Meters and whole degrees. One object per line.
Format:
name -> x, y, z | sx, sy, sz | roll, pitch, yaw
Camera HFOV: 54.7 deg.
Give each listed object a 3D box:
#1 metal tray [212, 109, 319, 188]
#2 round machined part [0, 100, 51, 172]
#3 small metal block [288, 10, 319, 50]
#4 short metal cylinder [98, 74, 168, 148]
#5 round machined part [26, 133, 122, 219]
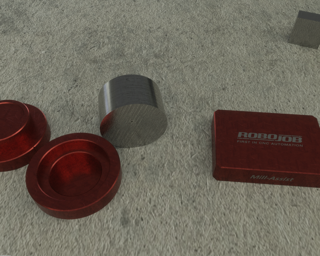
metal tray -> 0.132, 0.023, 0.382 | 0.131, 0.030, 0.090 | 4, 50, 2
round machined part -> -0.193, 0.002, 0.388 | 0.099, 0.042, 0.098 | 0, 50, 0
small metal block -> 0.255, -0.168, 0.532 | 0.050, 0.050, 0.025 | 18, 52, 14
short metal cylinder -> -0.035, -0.019, 0.383 | 0.081, 0.080, 0.050 | -7, 51, -7
round machined part -> -0.092, 0.055, 0.344 | 0.099, 0.042, 0.098 | 0, 50, 0
